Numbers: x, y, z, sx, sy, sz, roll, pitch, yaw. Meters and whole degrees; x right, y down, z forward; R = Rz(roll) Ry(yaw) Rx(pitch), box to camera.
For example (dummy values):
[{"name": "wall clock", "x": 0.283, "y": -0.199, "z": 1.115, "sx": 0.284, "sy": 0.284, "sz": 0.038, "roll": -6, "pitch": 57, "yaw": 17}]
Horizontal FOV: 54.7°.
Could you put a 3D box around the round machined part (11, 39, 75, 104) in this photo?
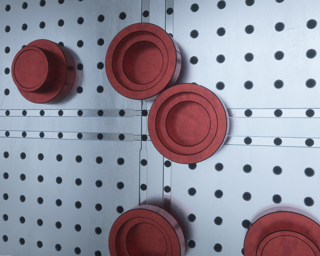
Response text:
[{"name": "round machined part", "x": -0.181, "y": -0.085, "z": 0.466, "sx": 0.098, "sy": 0.042, "sz": 0.097, "roll": 0, "pitch": 90, "yaw": 19}]

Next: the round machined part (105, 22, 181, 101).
[{"name": "round machined part", "x": -0.019, "y": -0.084, "z": 0.409, "sx": 0.098, "sy": 0.042, "sz": 0.097, "roll": 0, "pitch": 90, "yaw": 19}]

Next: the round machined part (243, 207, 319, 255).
[{"name": "round machined part", "x": 0.145, "y": 0.144, "z": 0.352, "sx": 0.098, "sy": 0.042, "sz": 0.097, "roll": 0, "pitch": 90, "yaw": 19}]

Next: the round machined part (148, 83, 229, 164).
[{"name": "round machined part", "x": 0.038, "y": -0.005, "z": 0.390, "sx": 0.098, "sy": 0.042, "sz": 0.097, "roll": 0, "pitch": 90, "yaw": 19}]

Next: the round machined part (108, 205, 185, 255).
[{"name": "round machined part", "x": -0.014, "y": 0.150, "z": 0.408, "sx": 0.098, "sy": 0.042, "sz": 0.097, "roll": 0, "pitch": 90, "yaw": 19}]
